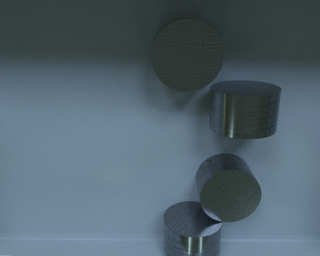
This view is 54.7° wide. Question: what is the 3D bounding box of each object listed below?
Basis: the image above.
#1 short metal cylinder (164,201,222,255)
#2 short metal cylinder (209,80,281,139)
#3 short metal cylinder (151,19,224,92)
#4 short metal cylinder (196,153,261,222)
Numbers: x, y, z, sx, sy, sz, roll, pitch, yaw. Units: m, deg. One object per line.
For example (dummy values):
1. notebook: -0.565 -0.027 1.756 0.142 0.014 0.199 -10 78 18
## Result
1. short metal cylinder: 0.045 0.147 0.437 0.081 0.080 0.050 0 110 0
2. short metal cylinder: 0.101 -0.025 0.374 0.080 0.080 0.050 -1 110 0
3. short metal cylinder: 0.030 -0.087 0.366 0.081 0.050 0.079 0 110 0
4. short metal cylinder: 0.092 0.082 0.429 0.081 0.050 0.079 0 110 0
